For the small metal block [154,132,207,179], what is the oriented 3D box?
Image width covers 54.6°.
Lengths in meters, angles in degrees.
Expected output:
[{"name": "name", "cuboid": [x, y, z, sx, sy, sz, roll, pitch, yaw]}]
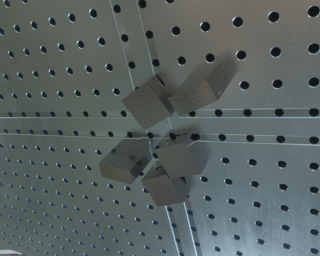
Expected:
[{"name": "small metal block", "cuboid": [0.028, 0.038, 0.421, 0.050, 0.025, 0.050, -16, 110, 34]}]

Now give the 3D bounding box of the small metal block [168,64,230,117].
[{"name": "small metal block", "cuboid": [0.044, -0.042, 0.346, 0.050, 0.050, 0.025, -23, 106, 36]}]

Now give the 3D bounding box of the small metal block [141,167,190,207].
[{"name": "small metal block", "cuboid": [0.008, 0.086, 0.461, 0.050, 0.025, 0.050, -21, 107, 36]}]

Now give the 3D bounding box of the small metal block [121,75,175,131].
[{"name": "small metal block", "cuboid": [-0.013, -0.031, 0.399, 0.050, 0.025, 0.050, -30, 102, 38]}]

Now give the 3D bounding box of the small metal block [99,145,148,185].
[{"name": "small metal block", "cuboid": [-0.053, 0.053, 0.456, 0.050, 0.050, 0.025, 11, 123, 22]}]
